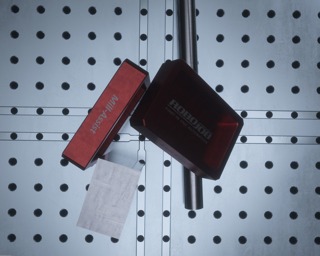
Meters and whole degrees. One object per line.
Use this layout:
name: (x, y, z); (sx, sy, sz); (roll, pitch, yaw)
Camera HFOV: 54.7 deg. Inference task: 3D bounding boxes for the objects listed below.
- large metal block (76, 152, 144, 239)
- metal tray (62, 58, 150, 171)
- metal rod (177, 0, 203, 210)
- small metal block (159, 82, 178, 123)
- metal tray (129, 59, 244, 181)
large metal block: (-0.057, 0.079, 0.385); (0.050, 0.080, 0.080); (18, 90, 0)
metal tray: (-0.060, -0.015, 0.380); (0.030, 0.090, 0.130); (34, 90, 0)
metal rod: (0.040, -0.043, 0.413); (0.025, 0.025, 0.298); (-2, 90, -1)
small metal block: (0.008, -0.031, 0.401); (0.025, 0.050, 0.050); (0, 90, 0)
metal tray: (0.038, -0.007, 0.369); (0.130, 0.030, 0.090); (39, 69, -29)
